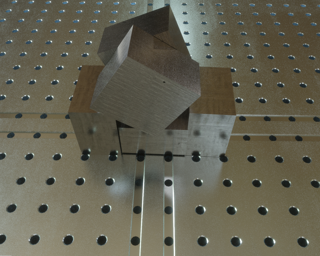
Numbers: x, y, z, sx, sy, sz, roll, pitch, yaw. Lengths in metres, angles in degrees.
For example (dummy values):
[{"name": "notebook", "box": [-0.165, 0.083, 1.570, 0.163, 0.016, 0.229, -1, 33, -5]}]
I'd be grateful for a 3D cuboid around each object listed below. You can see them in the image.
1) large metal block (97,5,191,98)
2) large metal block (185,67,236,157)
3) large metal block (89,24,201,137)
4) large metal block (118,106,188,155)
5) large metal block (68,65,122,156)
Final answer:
[{"name": "large metal block", "box": [-0.013, -0.081, 0.357, 0.080, 0.080, 0.050, -13, 47, 18]}, {"name": "large metal block", "box": [0.059, -0.020, 0.389, 0.050, 0.080, 0.080, 3, 50, 2]}, {"name": "large metal block", "box": [-0.015, -0.044, 0.322, 0.080, 0.080, 0.050, 25, 45, -23]}, {"name": "large metal block", "box": [-0.006, -0.014, 0.400, 0.081, 0.050, 0.080, 2, 50, 1]}, {"name": "large metal block", "box": [-0.073, -0.022, 0.389, 0.050, 0.080, 0.080, 2, 50, 1]}]
